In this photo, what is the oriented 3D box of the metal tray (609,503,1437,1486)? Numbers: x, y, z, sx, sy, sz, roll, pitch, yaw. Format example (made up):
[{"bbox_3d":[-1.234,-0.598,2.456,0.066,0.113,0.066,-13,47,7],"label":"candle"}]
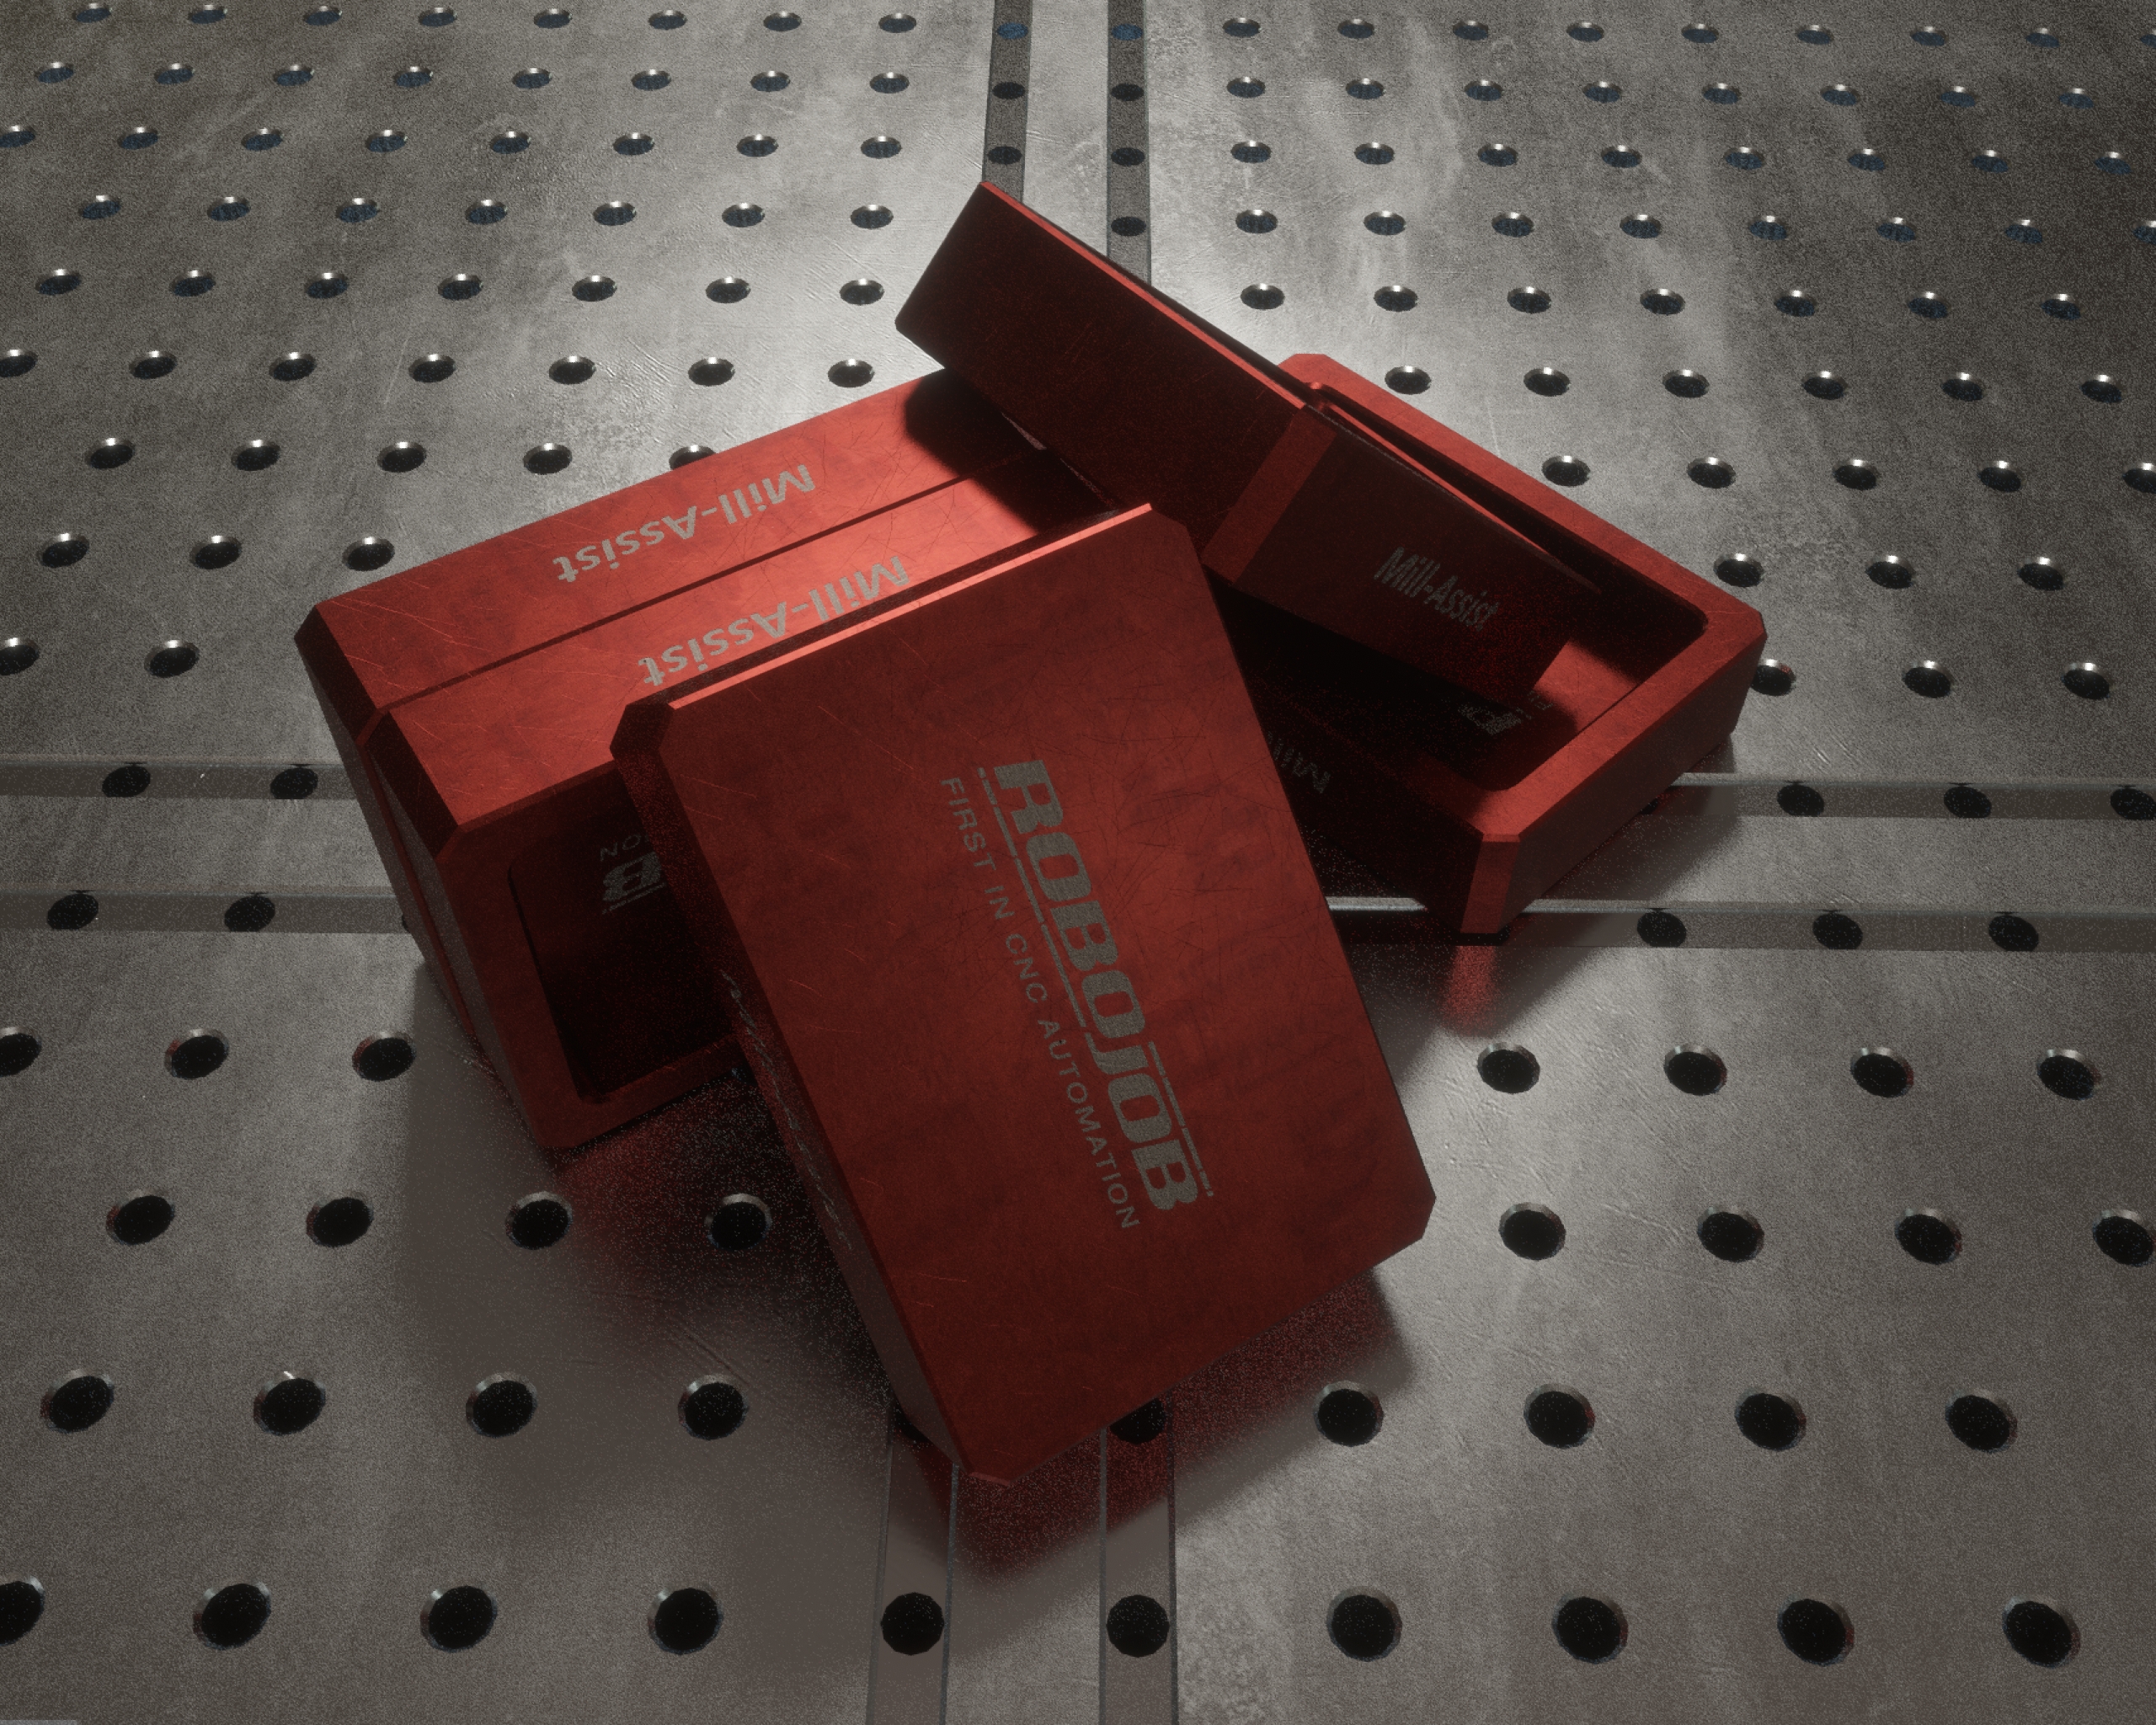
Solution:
[{"bbox_3d":[-0.006,0.019,0.331,0.091,0.129,0.030,-26,13,-20],"label":"metal tray"}]

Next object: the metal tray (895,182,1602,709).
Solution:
[{"bbox_3d":[0.037,-0.076,0.398,0.090,0.030,0.131,43,17,29],"label":"metal tray"}]

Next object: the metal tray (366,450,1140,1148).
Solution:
[{"bbox_3d":[-0.049,-0.011,0.372,0.131,0.089,0.030,-26,55,-21],"label":"metal tray"}]

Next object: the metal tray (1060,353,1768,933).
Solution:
[{"bbox_3d":[0.066,-0.052,0.447,0.091,0.030,0.130,-36,59,-27],"label":"metal tray"}]

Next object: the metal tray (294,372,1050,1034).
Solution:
[{"bbox_3d":[-0.066,-0.029,0.388,0.131,0.089,0.030,-26,55,-21],"label":"metal tray"}]
